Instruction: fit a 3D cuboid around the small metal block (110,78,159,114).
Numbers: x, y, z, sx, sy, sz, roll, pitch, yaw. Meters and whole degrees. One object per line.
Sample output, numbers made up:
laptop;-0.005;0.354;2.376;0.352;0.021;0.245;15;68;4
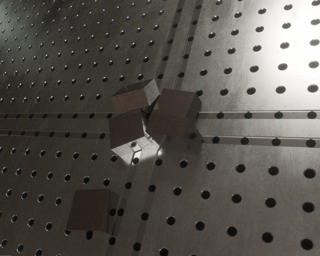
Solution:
small metal block;-0.034;-0.046;0.437;0.050;0.025;0.050;-12;20;21

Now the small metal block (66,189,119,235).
small metal block;-0.084;0.105;0.386;0.050;0.025;0.050;-7;59;24

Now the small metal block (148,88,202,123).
small metal block;0.021;-0.022;0.410;0.050;0.025;0.050;12;68;32

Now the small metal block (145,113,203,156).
small metal block;0.018;0.008;0.377;0.050;0.050;0.025;10;67;32

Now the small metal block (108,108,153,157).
small metal block;-0.041;0.005;0.425;0.050;0.025;0.050;-22;54;15
